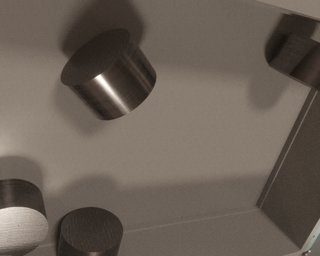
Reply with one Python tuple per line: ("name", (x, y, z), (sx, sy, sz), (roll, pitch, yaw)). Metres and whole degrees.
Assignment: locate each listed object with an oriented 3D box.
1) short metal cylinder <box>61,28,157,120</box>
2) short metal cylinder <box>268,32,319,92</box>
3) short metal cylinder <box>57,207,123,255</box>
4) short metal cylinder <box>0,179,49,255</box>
("short metal cylinder", (-0.051, -0.054, 0.313), (0.080, 0.080, 0.050), (-39, 130, -2))
("short metal cylinder", (0.200, -0.091, 0.429), (0.081, 0.080, 0.050), (16, 110, -35))
("short metal cylinder", (-0.094, 0.153, 0.418), (0.081, 0.080, 0.050), (1, 118, -29))
("short metal cylinder", (-0.177, 0.107, 0.363), (0.081, 0.050, 0.079), (-14, 125, -21))
